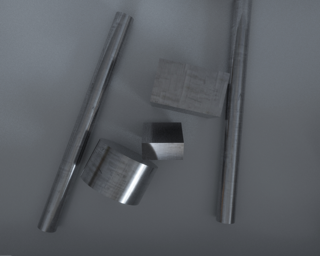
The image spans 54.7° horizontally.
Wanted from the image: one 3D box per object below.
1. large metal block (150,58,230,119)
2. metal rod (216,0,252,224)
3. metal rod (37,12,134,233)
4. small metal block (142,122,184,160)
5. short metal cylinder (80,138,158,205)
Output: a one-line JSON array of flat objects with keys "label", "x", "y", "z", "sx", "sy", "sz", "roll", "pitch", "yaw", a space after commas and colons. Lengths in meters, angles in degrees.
[{"label": "large metal block", "x": 0.033, "y": -0.045, "z": 0.384, "sx": 0.080, "sy": 0.080, "sz": 0.050, "roll": 12, "pitch": 90, "yaw": -1}, {"label": "metal rod", "x": 0.099, "y": -0.025, "z": 0.412, "sx": 0.025, "sy": 0.025, "sz": 0.298, "roll": 4, "pitch": 90, "yaw": -1}, {"label": "metal rod", "x": -0.098, "y": -0.008, "z": 0.410, "sx": 0.025, "sy": 0.025, "sz": 0.299, "roll": 20, "pitch": 90, "yaw": -1}, {"label": "small metal block", "x": 0.003, "y": 0.016, "z": 0.396, "sx": 0.050, "sy": 0.050, "sz": 0.025, "roll": 0, "pitch": 120, "yaw": -1}, {"label": "short metal cylinder", "x": -0.050, "y": 0.053, "z": 0.383, "sx": 0.080, "sy": 0.080, "sz": 0.050, "roll": 28, "pitch": 90, "yaw": -1}]
